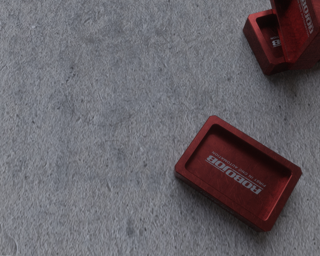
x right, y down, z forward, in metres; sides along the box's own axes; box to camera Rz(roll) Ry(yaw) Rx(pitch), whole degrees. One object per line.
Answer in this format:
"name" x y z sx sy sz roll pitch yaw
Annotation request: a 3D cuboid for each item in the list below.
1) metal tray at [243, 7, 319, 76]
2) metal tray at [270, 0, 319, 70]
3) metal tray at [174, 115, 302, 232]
"metal tray" 0.201 -0.137 0.456 0.131 0.030 0.090 -16 71 -6
"metal tray" 0.182 -0.152 0.397 0.030 0.090 0.130 -5 70 -2
"metal tray" 0.094 0.055 0.385 0.130 0.030 0.090 33 73 11
